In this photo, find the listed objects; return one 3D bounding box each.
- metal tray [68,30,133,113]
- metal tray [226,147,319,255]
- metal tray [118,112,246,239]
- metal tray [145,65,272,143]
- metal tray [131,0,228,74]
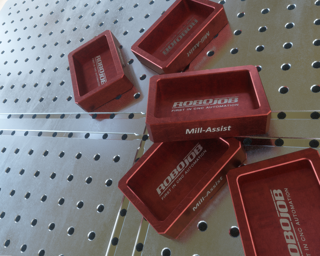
[{"bbox_3d":[-0.104,-0.098,0.520,0.090,0.030,0.130,-28,52,10],"label":"metal tray"},{"bbox_3d":[0.121,0.091,0.285,0.090,0.030,0.130,-19,54,17],"label":"metal tray"},{"bbox_3d":[0.024,0.049,0.362,0.130,0.030,0.090,-47,51,-5],"label":"metal tray"},{"bbox_3d":[0.052,-0.030,0.361,0.131,0.030,0.090,-5,44,7],"label":"metal tray"},{"bbox_3d":[0.029,-0.144,0.479,0.130,0.030,0.090,-47,51,-5],"label":"metal tray"}]
